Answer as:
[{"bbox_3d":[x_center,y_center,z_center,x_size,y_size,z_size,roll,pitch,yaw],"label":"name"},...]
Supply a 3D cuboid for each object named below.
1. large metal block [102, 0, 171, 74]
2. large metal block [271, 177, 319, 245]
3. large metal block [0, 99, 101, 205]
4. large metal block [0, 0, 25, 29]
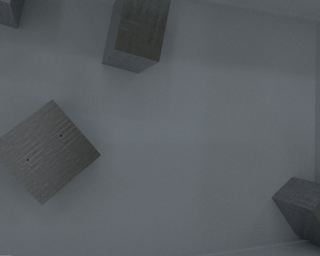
[{"bbox_3d":[-0.030,-0.116,0.370,0.050,0.080,0.080,12,86,-20],"label":"large metal block"},{"bbox_3d":[0.231,0.127,0.466,0.050,0.080,0.080,-38,103,-16],"label":"large metal block"},{"bbox_3d":[-0.128,0.025,0.350,0.080,0.050,0.080,-41,103,-15],"label":"large metal block"},{"bbox_3d":[-0.185,-0.148,0.313,0.081,0.080,0.050,13,86,-20],"label":"large metal block"}]
